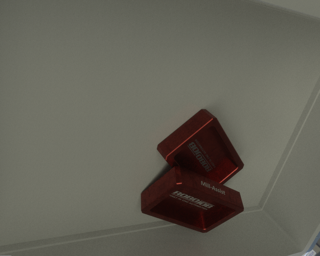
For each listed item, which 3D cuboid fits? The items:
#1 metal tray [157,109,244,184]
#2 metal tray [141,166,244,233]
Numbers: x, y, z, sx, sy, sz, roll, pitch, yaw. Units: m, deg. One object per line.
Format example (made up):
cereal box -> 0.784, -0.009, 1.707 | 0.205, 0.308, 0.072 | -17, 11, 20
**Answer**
metal tray -> 0.065, 0.044, 0.468 | 0.090, 0.030, 0.130 | -40, 130, -1
metal tray -> 0.048, 0.111, 0.465 | 0.131, 0.030, 0.090 | 27, 127, -27
